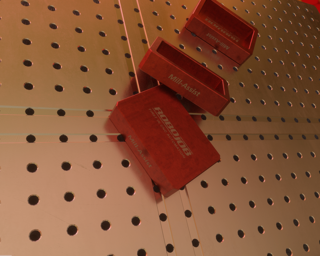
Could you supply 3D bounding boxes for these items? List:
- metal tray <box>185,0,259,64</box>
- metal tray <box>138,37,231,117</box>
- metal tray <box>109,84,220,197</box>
[{"bbox_3d":[0.120,-0.188,0.586,0.130,0.030,0.090,31,51,-8],"label":"metal tray"},{"bbox_3d":[0.039,-0.078,0.452,0.130,0.030,0.090,31,27,-8],"label":"metal tray"},{"bbox_3d":[0.007,0.011,0.404,0.091,0.030,0.130,-28,77,-37],"label":"metal tray"}]
